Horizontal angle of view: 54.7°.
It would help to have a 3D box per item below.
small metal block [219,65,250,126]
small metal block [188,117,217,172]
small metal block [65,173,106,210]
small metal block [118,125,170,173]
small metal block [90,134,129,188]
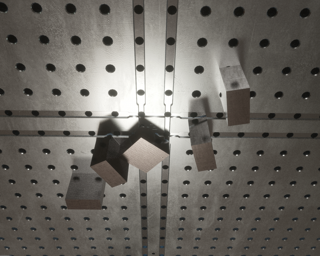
[{"bbox_3d":[0.087,-0.038,0.364,0.025,0.050,0.050,-8,130,6],"label":"small metal block"},{"bbox_3d":[0.057,0.022,0.415,0.025,0.050,0.050,-12,129,9],"label":"small metal block"},{"bbox_3d":[-0.113,0.097,0.476,0.050,0.050,0.025,1,130,-2],"label":"small metal block"},{"bbox_3d":[-0.022,0.031,0.438,0.050,0.025,0.050,33,122,-26],"label":"small metal block"},{"bbox_3d":[-0.068,0.046,0.434,0.025,0.050,0.050,-23,127,18],"label":"small metal block"}]
